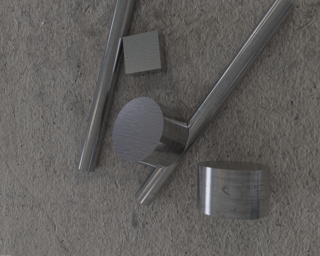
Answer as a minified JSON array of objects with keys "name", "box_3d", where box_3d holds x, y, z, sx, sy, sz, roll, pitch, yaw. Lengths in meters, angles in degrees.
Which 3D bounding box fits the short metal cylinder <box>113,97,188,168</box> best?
[{"name":"short metal cylinder","box_3d":[-0.012,0.007,0.385,0.080,0.050,0.080,-13,69,36]}]

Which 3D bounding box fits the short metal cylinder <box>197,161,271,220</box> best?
[{"name":"short metal cylinder","box_3d":[0.082,0.067,0.351,0.080,0.080,0.050,2,91,20]}]

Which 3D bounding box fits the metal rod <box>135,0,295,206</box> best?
[{"name":"metal rod","box_3d":[0.061,-0.024,0.387,0.025,0.025,0.299,38,102,16]}]

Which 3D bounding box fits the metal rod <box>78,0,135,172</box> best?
[{"name":"metal rod","box_3d":[-0.070,-0.085,0.433,0.025,0.025,0.298,16,95,19]}]

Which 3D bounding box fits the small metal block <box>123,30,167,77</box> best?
[{"name":"small metal block","box_3d":[-0.020,-0.099,0.416,0.050,0.025,0.050,-6,88,19]}]
